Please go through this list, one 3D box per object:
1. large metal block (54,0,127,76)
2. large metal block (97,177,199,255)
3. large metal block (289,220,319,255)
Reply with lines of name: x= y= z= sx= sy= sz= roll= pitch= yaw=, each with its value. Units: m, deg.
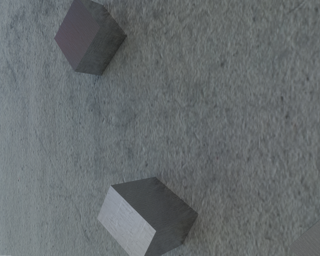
large metal block: x=-0.109 y=-0.140 z=0.476 sx=0.080 sy=0.050 sz=0.080 roll=-50 pitch=61 yaw=28
large metal block: x=-0.015 y=0.108 z=0.379 sx=0.080 sy=0.081 sz=0.050 roll=36 pitch=112 yaw=34
large metal block: x=0.170 y=0.098 z=0.248 sx=0.080 sy=0.050 sz=0.080 roll=49 pitch=119 yaw=28
